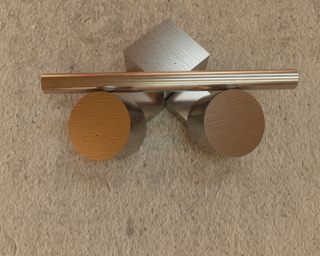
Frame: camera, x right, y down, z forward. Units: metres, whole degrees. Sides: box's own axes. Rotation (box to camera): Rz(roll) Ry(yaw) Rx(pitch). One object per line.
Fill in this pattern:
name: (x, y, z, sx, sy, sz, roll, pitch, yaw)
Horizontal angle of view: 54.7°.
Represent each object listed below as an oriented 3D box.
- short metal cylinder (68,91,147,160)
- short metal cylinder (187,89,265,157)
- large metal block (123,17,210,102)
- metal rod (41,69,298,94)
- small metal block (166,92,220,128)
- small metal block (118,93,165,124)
short metal cylinder: (-0.063, -0.002, 0.381, 0.080, 0.050, 0.080, -1, 87, 18)
short metal cylinder: (0.080, -0.005, 0.384, 0.081, 0.050, 0.080, 0, 89, -18)
large metal block: (0.008, -0.090, 0.427, 0.080, 0.050, 0.080, -40, 75, -13)
metal rod: (0.012, -0.056, 0.375, 0.302, 0.025, 0.025, -1, 70, -1)
small metal block: (0.044, -0.031, 0.420, 0.050, 0.025, 0.050, -42, 75, -14)
small metal block: (-0.029, -0.032, 0.421, 0.050, 0.025, 0.050, -41, 75, -15)
